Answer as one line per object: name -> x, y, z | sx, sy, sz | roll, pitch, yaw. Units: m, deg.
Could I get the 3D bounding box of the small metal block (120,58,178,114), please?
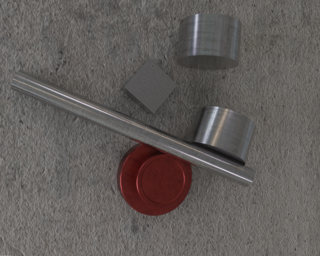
small metal block -> -0.015, -0.053, 0.403 | 0.050, 0.025, 0.050 | 42, 77, -15

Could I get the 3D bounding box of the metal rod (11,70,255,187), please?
metal rod -> -0.025, 0.004, 0.371 | 0.301, 0.025, 0.025 | 23, 82, -8

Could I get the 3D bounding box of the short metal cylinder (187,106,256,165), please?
short metal cylinder -> 0.079, 0.012, 0.406 | 0.080, 0.080, 0.050 | 26, 74, -18

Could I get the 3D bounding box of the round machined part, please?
round machined part -> -0.003, 0.065, 0.399 | 0.099, 0.042, 0.097 | 0, 90, -20

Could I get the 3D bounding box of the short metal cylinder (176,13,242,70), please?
short metal cylinder -> 0.063, -0.109, 0.403 | 0.081, 0.080, 0.050 | 5, 89, -20
